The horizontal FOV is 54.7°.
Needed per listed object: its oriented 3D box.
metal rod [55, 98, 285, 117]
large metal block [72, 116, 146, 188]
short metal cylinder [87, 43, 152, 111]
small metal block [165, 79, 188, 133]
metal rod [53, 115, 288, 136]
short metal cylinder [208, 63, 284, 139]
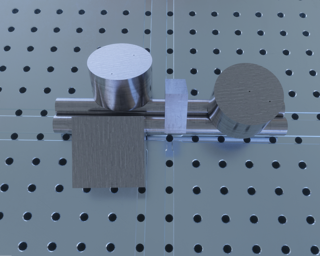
[{"bbox_3d":[0.013,-0.027,0.418,0.302,0.025,0.025,1,70,0],"label":"metal rod"},{"bbox_3d":[-0.058,0.027,0.370,0.081,0.050,0.079,-1,90,-1],"label":"large metal block"},{"bbox_3d":[-0.050,-0.067,0.404,0.081,0.050,0.080,1,46,0],"label":"short metal cylinder"},{"bbox_3d":[0.018,-0.027,0.375,0.025,0.050,0.050,1,28,0],"label":"small metal block"},{"bbox_3d":[0.013,-0.004,0.410,0.302,0.025,0.025,1,70,0],"label":"metal rod"},{"bbox_3d":[0.103,-0.032,0.381,0.081,0.050,0.080,0,70,0],"label":"short metal cylinder"}]
